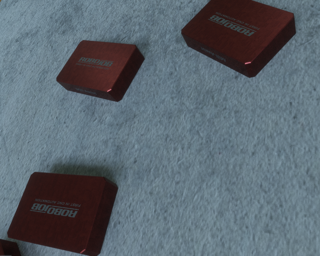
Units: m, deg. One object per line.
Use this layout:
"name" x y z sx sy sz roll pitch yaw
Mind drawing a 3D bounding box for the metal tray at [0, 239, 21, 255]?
"metal tray" -0.201 0.214 0.372 0.090 0.030 0.130 -43 51 -2

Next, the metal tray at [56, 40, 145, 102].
"metal tray" -0.100 -0.098 0.511 0.130 0.030 0.090 15 69 33

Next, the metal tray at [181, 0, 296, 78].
"metal tray" 0.104 -0.133 0.427 0.090 0.030 0.130 -46 52 -5

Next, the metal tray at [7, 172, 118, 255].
"metal tray" -0.126 0.107 0.399 0.130 0.030 0.090 -1 61 27
